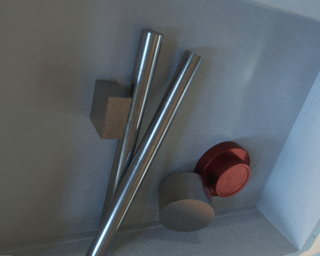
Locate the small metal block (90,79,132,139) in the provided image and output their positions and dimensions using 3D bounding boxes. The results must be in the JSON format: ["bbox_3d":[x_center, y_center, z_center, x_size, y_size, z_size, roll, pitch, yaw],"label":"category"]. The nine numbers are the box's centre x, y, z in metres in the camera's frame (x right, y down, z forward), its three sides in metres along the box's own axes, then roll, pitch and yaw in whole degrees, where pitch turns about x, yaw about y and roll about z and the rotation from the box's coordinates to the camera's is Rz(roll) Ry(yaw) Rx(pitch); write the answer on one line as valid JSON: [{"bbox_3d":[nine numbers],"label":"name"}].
[{"bbox_3d":[-0.057,-0.021,0.349,0.025,0.050,0.050,1,118,-29],"label":"small metal block"}]

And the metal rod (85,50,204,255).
[{"bbox_3d":[-0.023,0.044,0.396,0.025,0.025,0.299,21,98,-37],"label":"metal rod"}]

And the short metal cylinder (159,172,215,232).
[{"bbox_3d":[0.038,0.112,0.466,0.081,0.050,0.079,-1,129,-1],"label":"short metal cylinder"}]

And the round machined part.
[{"bbox_3d":[0.108,0.074,0.505,0.099,0.042,0.097,-14,124,-21],"label":"round machined part"}]

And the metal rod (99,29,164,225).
[{"bbox_3d":[-0.044,0.025,0.401,0.025,0.025,0.298,1,118,-29],"label":"metal rod"}]
